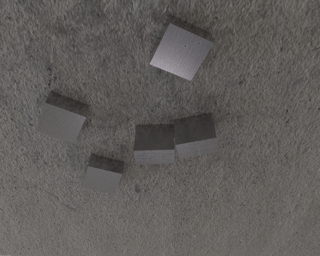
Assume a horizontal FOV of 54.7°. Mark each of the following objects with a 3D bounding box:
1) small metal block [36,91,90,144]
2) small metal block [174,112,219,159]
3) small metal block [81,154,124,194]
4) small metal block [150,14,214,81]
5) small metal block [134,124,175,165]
[{"bbox_3d":[-0.124,-0.013,0.395,0.050,0.025,0.050,21,127,-17],"label":"small metal block"},{"bbox_3d":[0.046,0.009,0.399,0.050,0.050,0.025,-11,129,9],"label":"small metal block"},{"bbox_3d":[-0.086,0.070,0.466,0.050,0.025,0.050,16,128,-13],"label":"small metal block"},{"bbox_3d":[0.022,-0.086,0.334,0.050,0.025,0.050,19,128,-16],"label":"small metal block"},{"bbox_3d":[-0.007,0.021,0.408,0.050,0.050,0.025,-2,130,1],"label":"small metal block"}]
